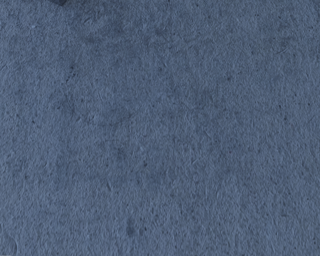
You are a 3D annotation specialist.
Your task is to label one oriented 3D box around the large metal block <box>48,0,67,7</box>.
[{"bbox_3d":[-0.179,-0.244,0.467,0.080,0.080,0.050,27,72,9],"label":"large metal block"}]
